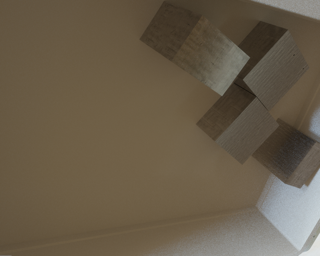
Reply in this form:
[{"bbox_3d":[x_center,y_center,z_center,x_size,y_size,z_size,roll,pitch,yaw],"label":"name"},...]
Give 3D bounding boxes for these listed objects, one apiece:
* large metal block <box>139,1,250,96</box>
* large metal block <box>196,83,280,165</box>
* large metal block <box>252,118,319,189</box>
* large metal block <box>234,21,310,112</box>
[{"bbox_3d":[0.036,-0.088,0.340,0.080,0.080,0.050,26,104,-38],"label":"large metal block"},{"bbox_3d":[0.114,-0.005,0.454,0.080,0.050,0.080,-48,129,5],"label":"large metal block"},{"bbox_3d":[0.218,0.042,0.521,0.050,0.080,0.080,21,107,-36],"label":"large metal block"},{"bbox_3d":[0.143,-0.083,0.422,0.080,0.050,0.080,-49,129,6],"label":"large metal block"}]
